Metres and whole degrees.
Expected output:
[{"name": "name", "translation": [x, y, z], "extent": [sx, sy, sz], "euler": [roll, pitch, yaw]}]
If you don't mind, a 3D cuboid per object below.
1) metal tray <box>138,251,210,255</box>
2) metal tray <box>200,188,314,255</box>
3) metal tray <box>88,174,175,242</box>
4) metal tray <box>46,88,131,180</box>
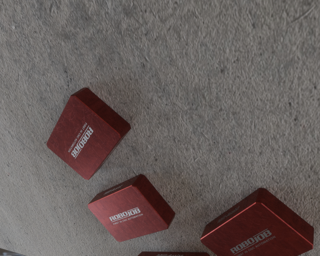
[{"name": "metal tray", "translation": [0.024, 0.258, 0.518], "extent": [0.130, 0.030, 0.089], "euler": [-10, 89, 24]}, {"name": "metal tray", "translation": [0.129, 0.149, 0.428], "extent": [0.090, 0.030, 0.129], "euler": [39, 129, 1]}, {"name": "metal tray", "translation": [-0.050, 0.137, 0.515], "extent": [0.130, 0.030, 0.090], "euler": [-30, 102, 37]}, {"name": "metal tray", "translation": [-0.112, 0.013, 0.471], "extent": [0.090, 0.030, 0.129], "euler": [41, 129, 0]}]
